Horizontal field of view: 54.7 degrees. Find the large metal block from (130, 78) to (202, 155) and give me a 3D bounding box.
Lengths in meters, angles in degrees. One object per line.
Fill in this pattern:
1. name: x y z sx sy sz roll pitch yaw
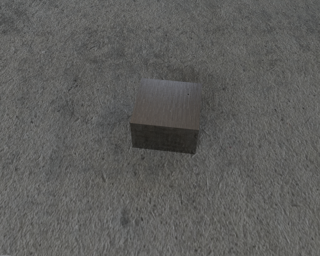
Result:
1. large metal block: 0.010 -0.016 0.402 0.080 0.050 0.080 6 50 4
